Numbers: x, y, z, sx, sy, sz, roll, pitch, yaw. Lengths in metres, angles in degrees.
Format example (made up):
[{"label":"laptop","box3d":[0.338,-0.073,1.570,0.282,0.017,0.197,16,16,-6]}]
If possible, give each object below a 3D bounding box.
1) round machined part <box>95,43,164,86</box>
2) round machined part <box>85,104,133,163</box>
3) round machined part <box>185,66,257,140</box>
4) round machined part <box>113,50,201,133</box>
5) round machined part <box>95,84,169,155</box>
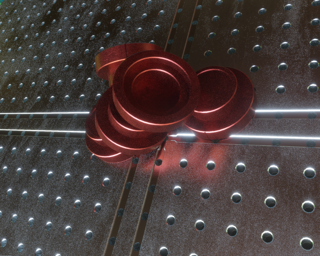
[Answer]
[{"label":"round machined part","box3d":[-0.039,-0.080,0.436,0.098,0.098,0.042,-12,83,21]},{"label":"round machined part","box3d":[-0.064,-0.005,0.432,0.098,0.042,0.098,-13,56,20]},{"label":"round machined part","box3d":[0.066,-0.038,0.385,0.098,0.042,0.098,-13,56,20]},{"label":"round machined part","box3d":[-0.006,-0.039,0.361,0.099,0.042,0.098,4,65,-8]},{"label":"round machined part","box3d":[-0.032,-0.018,0.393,0.099,0.042,0.098,6,63,-11]}]
